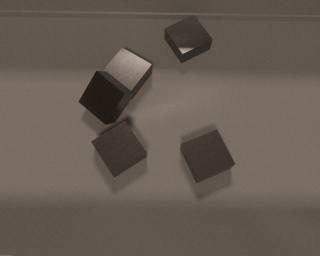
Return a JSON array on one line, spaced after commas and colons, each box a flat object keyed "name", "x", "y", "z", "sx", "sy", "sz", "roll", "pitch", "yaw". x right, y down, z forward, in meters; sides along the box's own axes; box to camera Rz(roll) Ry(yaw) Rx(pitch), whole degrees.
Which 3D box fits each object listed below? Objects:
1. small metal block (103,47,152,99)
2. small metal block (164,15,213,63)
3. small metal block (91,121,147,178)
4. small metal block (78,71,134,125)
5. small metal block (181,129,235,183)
[{"name": "small metal block", "x": -0.046, "y": -0.077, "z": 0.437, "sx": 0.050, "sy": 0.025, "sz": 0.050, "roll": 32, "pitch": 73, "yaw": 10}, {"name": "small metal block", "x": 0.041, "y": -0.132, "z": 0.458, "sx": 0.050, "sy": 0.025, "sz": 0.050, "roll": -28, "pitch": 73, "yaw": -10}, {"name": "small metal block", "x": -0.052, "y": 0.028, "z": 0.399, "sx": 0.050, "sy": 0.025, "sz": 0.050, "roll": -32, "pitch": 74, "yaw": -12}, {"name": "small metal block", "x": -0.071, "y": -0.040, "z": 0.411, "sx": 0.050, "sy": 0.025, "sz": 0.050, "roll": 39, "pitch": 109, "yaw": 12}, {"name": "small metal block", "x": 0.060, "y": 0.036, "z": 0.397, "sx": 0.050, "sy": 0.025, "sz": 0.050, "roll": -22, "pitch": 72, "yaw": -8}]
